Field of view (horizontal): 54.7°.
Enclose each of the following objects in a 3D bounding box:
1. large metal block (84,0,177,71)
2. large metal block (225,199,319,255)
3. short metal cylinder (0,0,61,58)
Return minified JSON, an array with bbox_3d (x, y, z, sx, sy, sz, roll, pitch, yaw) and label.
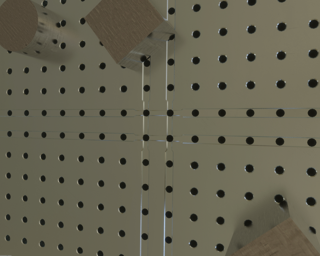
[{"bbox_3d":[-0.039,-0.137,0.413,0.080,0.050,0.080,-39,78,16],"label":"large metal block"},{"bbox_3d":[0.124,0.129,0.340,0.080,0.080,0.050,-40,78,16],"label":"large metal block"},{"bbox_3d":[-0.200,-0.151,0.470,0.080,0.050,0.080,0,90,20],"label":"short metal cylinder"}]
